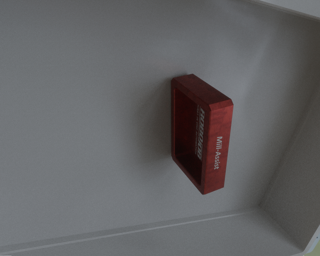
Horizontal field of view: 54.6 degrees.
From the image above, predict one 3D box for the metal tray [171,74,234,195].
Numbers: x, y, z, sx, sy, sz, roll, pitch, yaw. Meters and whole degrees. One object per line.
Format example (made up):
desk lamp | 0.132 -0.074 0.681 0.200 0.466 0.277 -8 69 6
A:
metal tray | 0.048 0.008 0.393 0.030 0.090 0.129 -16 125 -21
